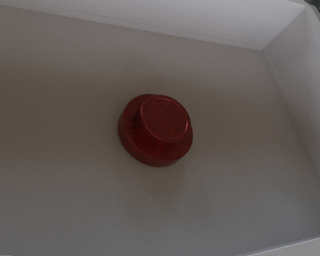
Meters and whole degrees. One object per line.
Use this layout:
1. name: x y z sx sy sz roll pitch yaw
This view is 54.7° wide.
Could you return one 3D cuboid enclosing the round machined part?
1. round machined part: 0.000 -0.003 0.394 0.099 0.042 0.098 14 56 -21
